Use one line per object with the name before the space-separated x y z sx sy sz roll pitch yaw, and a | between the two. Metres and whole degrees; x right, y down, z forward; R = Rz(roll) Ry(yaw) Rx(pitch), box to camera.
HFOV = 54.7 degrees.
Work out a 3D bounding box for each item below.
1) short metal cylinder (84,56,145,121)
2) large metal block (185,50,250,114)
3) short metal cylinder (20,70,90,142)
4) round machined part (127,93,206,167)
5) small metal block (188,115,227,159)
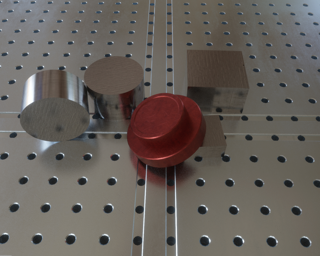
short metal cylinder | -0.062 -0.057 0.439 0.081 0.050 0.080 0 50 0
large metal block | 0.078 -0.068 0.449 0.080 0.050 0.080 2 50 1
short metal cylinder | -0.132 -0.027 0.393 0.081 0.080 0.050 -9 51 -8
round machined part | 0.003 -0.004 0.379 0.098 0.042 0.098 -14 50 17
small metal block | 0.054 0.011 0.398 0.050 0.025 0.050 -3 50 -3
